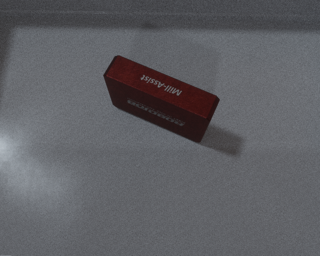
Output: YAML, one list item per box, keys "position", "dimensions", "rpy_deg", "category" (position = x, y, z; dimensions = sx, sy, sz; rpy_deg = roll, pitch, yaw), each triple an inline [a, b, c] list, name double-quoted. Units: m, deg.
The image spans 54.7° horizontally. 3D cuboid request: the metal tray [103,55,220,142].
- position: [0.001, -0.032, 0.383]
  dimensions: [0.130, 0.090, 0.030]
  rpy_deg: [24, 72, 7]
  category: "metal tray"
